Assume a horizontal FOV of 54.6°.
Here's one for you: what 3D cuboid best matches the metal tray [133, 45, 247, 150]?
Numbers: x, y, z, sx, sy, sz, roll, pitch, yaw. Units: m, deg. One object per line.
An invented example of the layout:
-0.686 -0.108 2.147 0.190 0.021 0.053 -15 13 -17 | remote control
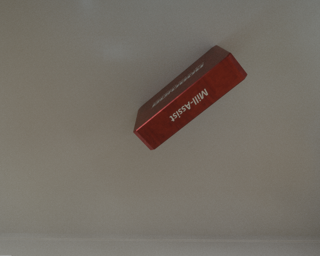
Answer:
0.030 -0.039 0.362 0.130 0.090 0.030 -39 106 13 | metal tray
